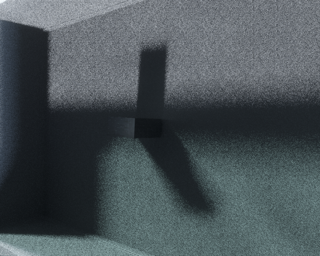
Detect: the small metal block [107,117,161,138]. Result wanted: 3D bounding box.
[{"bbox_3d":[-0.034,-0.001,0.412,0.050,0.050,0.025,4,93,39],"label":"small metal block"}]
